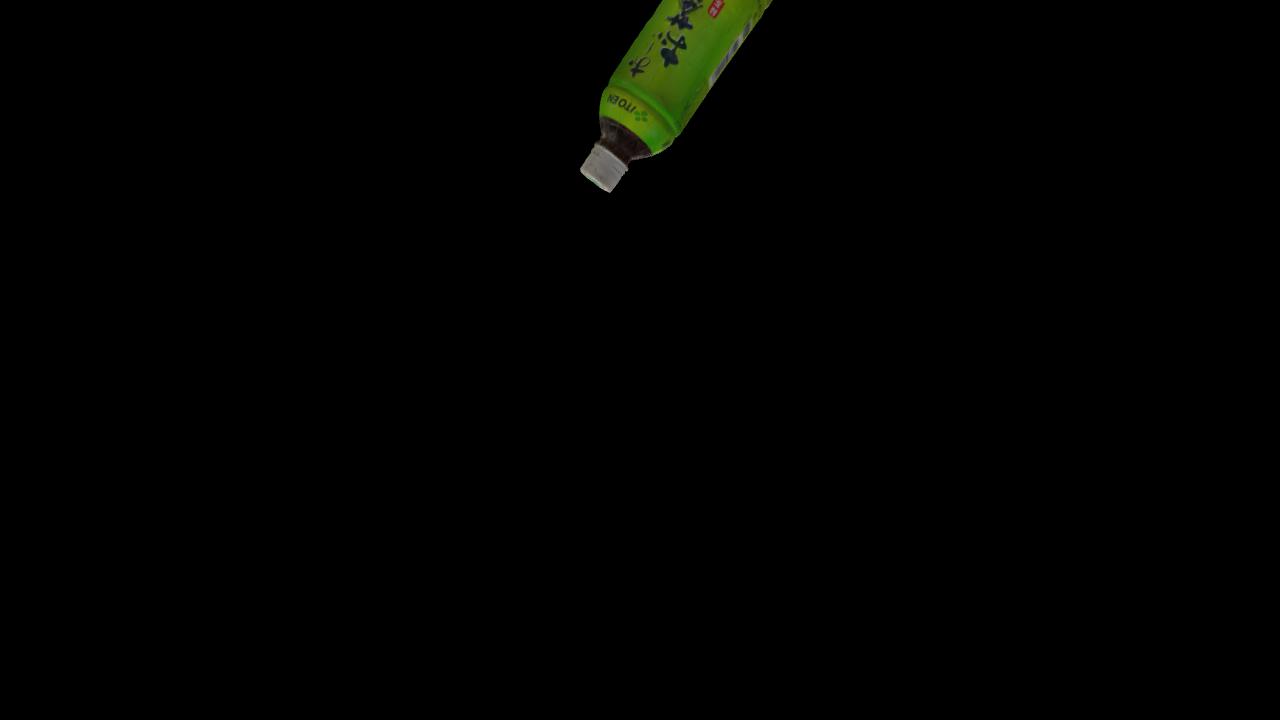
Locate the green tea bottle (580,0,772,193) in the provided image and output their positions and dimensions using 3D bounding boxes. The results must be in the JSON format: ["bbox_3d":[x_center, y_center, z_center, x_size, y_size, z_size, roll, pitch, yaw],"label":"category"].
[{"bbox_3d":[0.025,-0.227,0.480,0.073,0.212,0.073,33,4,-2],"label":"green tea bottle"}]
